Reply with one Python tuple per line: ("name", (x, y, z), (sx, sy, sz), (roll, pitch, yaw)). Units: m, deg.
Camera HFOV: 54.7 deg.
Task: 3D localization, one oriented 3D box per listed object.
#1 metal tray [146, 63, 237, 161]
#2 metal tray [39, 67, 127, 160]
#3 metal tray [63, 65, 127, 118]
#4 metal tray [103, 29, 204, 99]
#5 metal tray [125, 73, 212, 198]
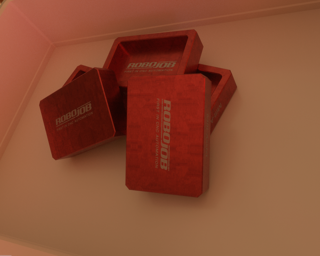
("metal tray", (0.029, -0.023, 0.398), (0.090, 0.030, 0.130), (21, 73, 35))
("metal tray", (-0.106, -0.016, 0.420), (0.130, 0.030, 0.090), (-21, 82, 34))
("metal tray", (-0.102, -0.043, 0.476), (0.130, 0.030, 0.090), (21, 73, 35))
("metal tray", (-0.015, -0.084, 0.420), (0.130, 0.030, 0.090), (4, 63, 29))
("metal tray", (0.009, 0.007, 0.349), (0.090, 0.030, 0.129), (2, 91, 22))
